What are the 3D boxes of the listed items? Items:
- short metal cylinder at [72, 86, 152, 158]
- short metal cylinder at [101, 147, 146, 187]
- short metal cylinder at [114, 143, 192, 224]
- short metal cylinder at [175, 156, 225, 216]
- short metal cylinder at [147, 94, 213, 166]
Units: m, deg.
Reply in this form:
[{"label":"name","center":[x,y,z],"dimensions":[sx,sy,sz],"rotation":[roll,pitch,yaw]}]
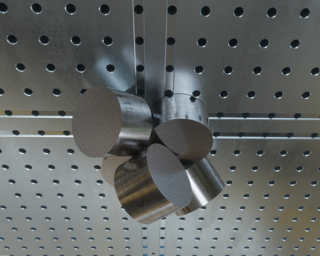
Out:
[{"label":"short metal cylinder","center":[-0.056,-0.005,0.361],"dimensions":[0.080,0.080,0.050],"rotation":[-38,155,27]},{"label":"short metal cylinder","center":[-0.038,0.043,0.431],"dimensions":[0.081,0.050,0.079],"rotation":[0,130,0]},{"label":"short metal cylinder","center":[-0.007,0.065,0.363],"dimensions":[0.050,0.080,0.080],"rotation":[-34,123,25]},{"label":"short metal cylinder","center":[0.043,0.078,0.434],"dimensions":[0.080,0.080,0.050],"rotation":[-33,88,24]},{"label":"short metal cylinder","center":[0.025,0.003,0.398],"dimensions":[0.081,0.050,0.079],"rotation":[0,130,0]}]
